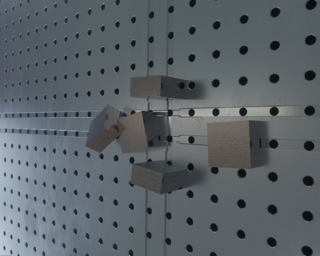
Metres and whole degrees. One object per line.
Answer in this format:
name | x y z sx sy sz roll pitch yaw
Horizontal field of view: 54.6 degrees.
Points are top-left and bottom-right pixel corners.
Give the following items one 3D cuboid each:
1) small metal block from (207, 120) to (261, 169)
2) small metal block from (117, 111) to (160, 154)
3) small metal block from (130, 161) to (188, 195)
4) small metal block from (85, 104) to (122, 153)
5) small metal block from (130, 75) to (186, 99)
small metal block | 0.081 0.018 0.343 0.050 0.025 0.050 -3 88 40
small metal block | -0.031 0.007 0.436 0.050 0.025 0.050 -16 80 38
small metal block | -0.001 0.061 0.395 0.050 0.050 0.025 12 98 39
small metal block | -0.084 0.001 0.465 0.050 0.025 0.050 -40 33 33
small metal block | -0.002 -0.050 0.396 0.050 0.050 0.025 4 93 40
